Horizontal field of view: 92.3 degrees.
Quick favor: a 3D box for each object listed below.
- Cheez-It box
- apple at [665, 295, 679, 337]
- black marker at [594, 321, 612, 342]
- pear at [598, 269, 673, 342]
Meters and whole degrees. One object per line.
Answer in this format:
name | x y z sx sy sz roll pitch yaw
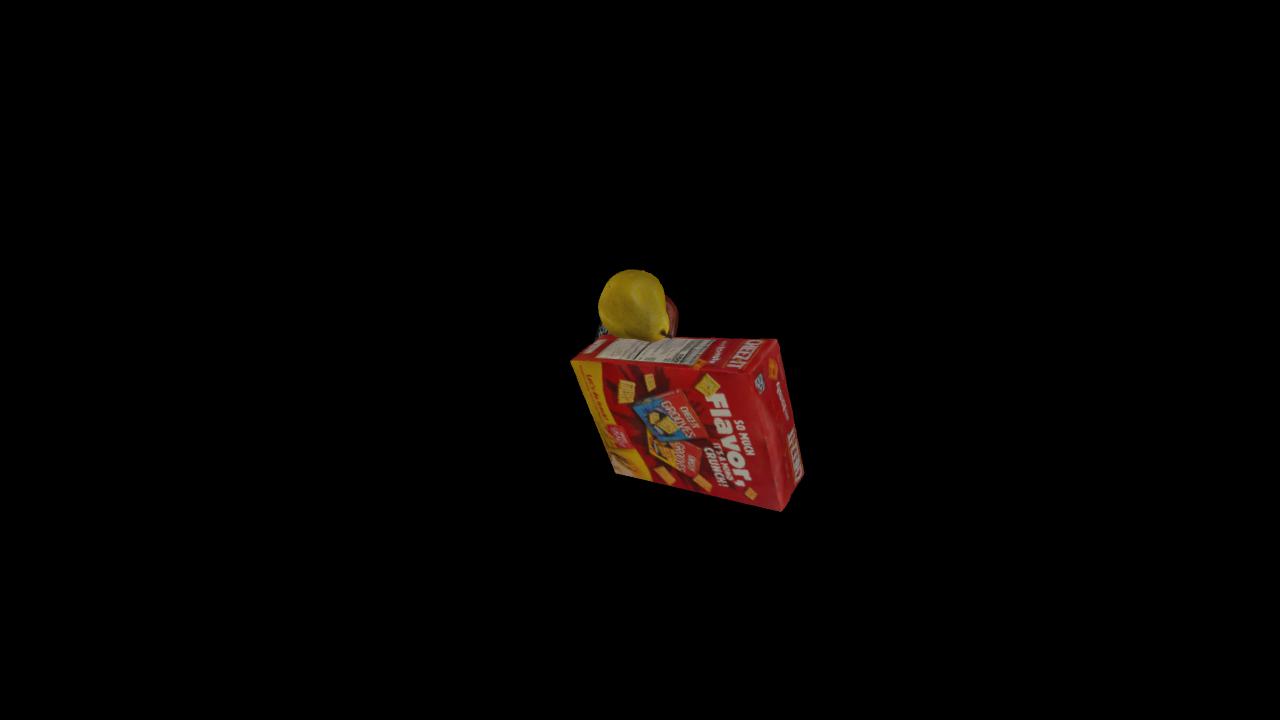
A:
Cheez-It box | 0.049 0.059 0.655 0.223 0.166 0.071 4 34 38
apple | 0.008 -0.044 0.731 0.079 0.079 0.093 0 8 -17
black marker | -0.042 -0.034 0.731 0.020 0.121 0.020 13 35 -9
pear | 0.004 -0.045 0.664 0.080 0.080 0.111 0 41 -38
